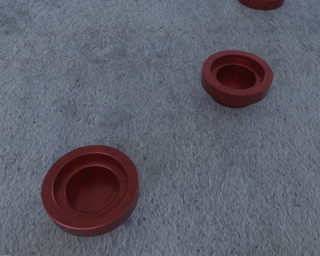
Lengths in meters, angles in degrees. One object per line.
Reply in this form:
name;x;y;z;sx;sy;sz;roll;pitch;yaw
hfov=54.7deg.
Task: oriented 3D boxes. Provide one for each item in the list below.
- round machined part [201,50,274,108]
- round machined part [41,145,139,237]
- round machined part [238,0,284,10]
round machined part;0.108;-0.067;0.449;0.099;0.042;0.098;0;50;0
round machined part;-0.071;0.069;0.333;0.099;0.042;0.098;0;50;0
round machined part;0.210;-0.285;0.633;0.099;0.042;0.098;0;50;0
